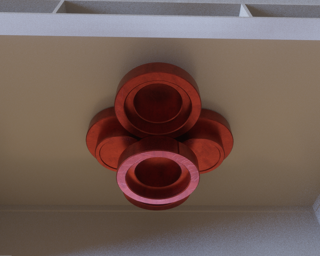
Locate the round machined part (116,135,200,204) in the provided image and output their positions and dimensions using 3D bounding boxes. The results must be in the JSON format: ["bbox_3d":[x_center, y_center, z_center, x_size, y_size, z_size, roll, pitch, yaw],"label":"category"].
[{"bbox_3d":[-0.002,0.047,0.380,0.099,0.042,0.097,-1,130,0],"label":"round machined part"}]

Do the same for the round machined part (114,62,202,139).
[{"bbox_3d":[-0.002,-0.034,0.366,0.099,0.042,0.097,-1,130,0],"label":"round machined part"}]

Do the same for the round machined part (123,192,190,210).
[{"bbox_3d":[-0.004,0.077,0.461,0.099,0.042,0.097,-1,130,0],"label":"round machined part"}]

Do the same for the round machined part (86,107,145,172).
[{"bbox_3d":[-0.050,0.022,0.414,0.099,0.042,0.097,-1,130,0],"label":"round machined part"}]

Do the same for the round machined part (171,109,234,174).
[{"bbox_3d":[0.050,0.025,0.417,0.099,0.042,0.097,-1,130,0],"label":"round machined part"}]
